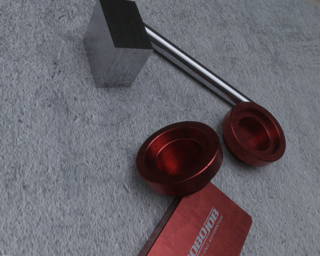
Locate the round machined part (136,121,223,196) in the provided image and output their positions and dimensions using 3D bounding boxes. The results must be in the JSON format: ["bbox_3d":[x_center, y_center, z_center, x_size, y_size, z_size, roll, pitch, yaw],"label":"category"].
[{"bbox_3d":[0.025,0.040,0.361,0.098,0.098,0.042,-61,139,-39],"label":"round machined part"}]

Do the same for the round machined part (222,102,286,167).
[{"bbox_3d":[0.133,0.013,0.459,0.099,0.042,0.098,14,56,-21],"label":"round machined part"}]

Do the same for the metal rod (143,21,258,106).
[{"bbox_3d":[0.034,-0.109,0.490,0.301,0.025,0.025,34,51,-6],"label":"metal rod"}]

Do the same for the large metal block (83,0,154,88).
[{"bbox_3d":[-0.058,-0.109,0.404,0.050,0.080,0.080,-6,65,-31],"label":"large metal block"}]

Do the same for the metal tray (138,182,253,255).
[{"bbox_3d":[0.042,0.127,0.347,0.090,0.030,0.131,41,51,-1],"label":"metal tray"}]
